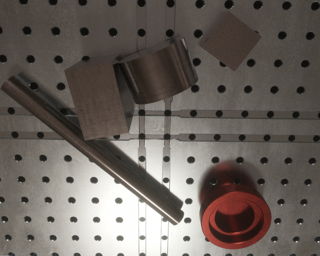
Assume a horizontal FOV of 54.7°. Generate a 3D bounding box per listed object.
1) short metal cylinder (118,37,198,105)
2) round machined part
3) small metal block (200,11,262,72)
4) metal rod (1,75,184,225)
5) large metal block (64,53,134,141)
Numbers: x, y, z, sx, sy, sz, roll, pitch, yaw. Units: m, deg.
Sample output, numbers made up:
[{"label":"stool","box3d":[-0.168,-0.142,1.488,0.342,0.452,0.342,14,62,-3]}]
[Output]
[{"label":"short metal cylinder","box3d":[-0.002,-0.067,0.359,0.080,0.080,0.050,-20,109,7]},{"label":"round machined part","box3d":[0.107,0.124,0.452,0.099,0.042,0.097,0,110,-1]},{"label":"small metal block","box3d":[0.084,-0.105,0.376,0.050,0.025,0.050,33,106,-12]},{"label":"metal rod","box3d":[-0.082,0.039,0.426,0.300,0.025,0.025,41,105,-14]},{"label":"large metal block","box3d":[-0.067,-0.041,0.368,0.050,0.080,0.079,-10,110,3]}]
